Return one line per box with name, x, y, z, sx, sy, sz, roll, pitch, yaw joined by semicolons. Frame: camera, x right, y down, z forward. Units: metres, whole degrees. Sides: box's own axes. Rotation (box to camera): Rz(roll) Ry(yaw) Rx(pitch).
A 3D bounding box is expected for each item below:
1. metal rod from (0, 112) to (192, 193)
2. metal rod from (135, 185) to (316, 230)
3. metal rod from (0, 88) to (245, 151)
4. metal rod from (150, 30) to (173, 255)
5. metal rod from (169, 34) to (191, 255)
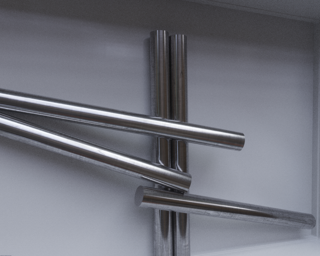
metal rod;-0.103;0.021;0.358;0.302;0.025;0.025;20;83;-14
metal rod;0.107;0.115;0.432;0.302;0.025;0.025;15;85;-25
metal rod;-0.039;-0.007;0.375;0.302;0.025;0.025;10;87;-13
metal rod;0.002;0.024;0.409;0.025;0.025;0.298;-1;91;-20
metal rod;0.026;0.026;0.418;0.025;0.025;0.298;-1;91;-20
